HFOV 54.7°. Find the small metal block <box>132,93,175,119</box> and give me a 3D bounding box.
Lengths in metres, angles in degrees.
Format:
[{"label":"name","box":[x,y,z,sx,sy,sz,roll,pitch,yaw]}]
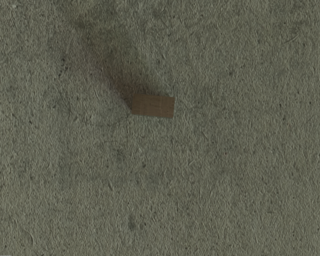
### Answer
[{"label":"small metal block","box":[-0.008,-0.027,0.398,0.050,0.050,0.025,5,90,-1]}]
